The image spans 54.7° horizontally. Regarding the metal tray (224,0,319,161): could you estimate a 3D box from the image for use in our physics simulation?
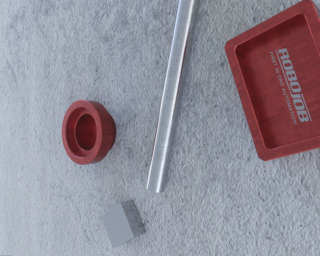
[{"bbox_3d":[0.124,-0.041,0.298,0.090,0.030,0.129,-23,76,37],"label":"metal tray"}]

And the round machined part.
[{"bbox_3d":[-0.106,0.006,0.478,0.098,0.042,0.097,0,90,39],"label":"round machined part"}]

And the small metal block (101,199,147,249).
[{"bbox_3d":[-0.053,0.138,0.446,0.050,0.025,0.050,-39,67,33],"label":"small metal block"}]

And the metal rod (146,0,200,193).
[{"bbox_3d":[0.020,-0.065,0.386,0.025,0.025,0.298,17,100,38],"label":"metal rod"}]
